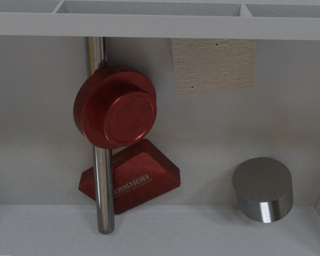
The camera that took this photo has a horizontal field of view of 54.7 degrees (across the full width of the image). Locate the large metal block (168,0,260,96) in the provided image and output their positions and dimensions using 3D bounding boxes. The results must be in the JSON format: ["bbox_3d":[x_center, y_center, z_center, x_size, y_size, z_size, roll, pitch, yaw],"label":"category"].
[{"bbox_3d":[0.053,-0.084,0.322,0.080,0.050,0.080,-5,130,3],"label":"large metal block"}]

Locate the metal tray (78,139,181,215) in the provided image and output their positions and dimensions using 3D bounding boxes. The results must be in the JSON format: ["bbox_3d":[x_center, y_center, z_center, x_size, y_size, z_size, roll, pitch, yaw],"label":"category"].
[{"bbox_3d":[-0.046,0.078,0.472,0.130,0.030,0.090,-30,125,22],"label":"metal tray"}]

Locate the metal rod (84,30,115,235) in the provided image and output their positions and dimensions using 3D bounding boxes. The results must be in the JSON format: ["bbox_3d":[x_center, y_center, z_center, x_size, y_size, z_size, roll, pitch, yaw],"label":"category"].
[{"bbox_3d":[-0.075,0.028,0.401,0.025,0.025,0.298,2,121,-2],"label":"metal rod"}]

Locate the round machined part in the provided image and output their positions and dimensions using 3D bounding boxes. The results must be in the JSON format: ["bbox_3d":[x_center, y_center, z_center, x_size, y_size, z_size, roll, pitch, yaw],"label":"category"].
[{"bbox_3d":[-0.043,-0.018,0.349,0.099,0.042,0.097,-23,130,-30],"label":"round machined part"}]

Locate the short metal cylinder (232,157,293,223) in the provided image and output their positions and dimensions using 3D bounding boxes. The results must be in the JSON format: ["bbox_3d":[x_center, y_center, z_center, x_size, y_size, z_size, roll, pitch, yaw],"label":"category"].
[{"bbox_3d":[0.150,0.089,0.451,0.080,0.080,0.050,-14,129,11],"label":"short metal cylinder"}]
